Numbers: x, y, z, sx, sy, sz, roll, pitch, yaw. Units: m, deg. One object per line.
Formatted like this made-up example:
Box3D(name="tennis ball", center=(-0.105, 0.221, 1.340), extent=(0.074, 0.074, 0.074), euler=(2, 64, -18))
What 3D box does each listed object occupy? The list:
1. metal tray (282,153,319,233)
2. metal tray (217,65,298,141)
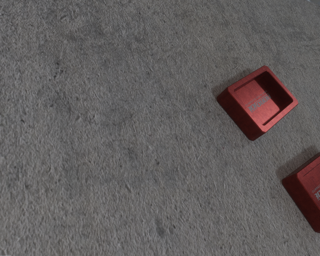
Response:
Box3D(name="metal tray", center=(0.260, 0.091, 0.484), extent=(0.131, 0.030, 0.090), euler=(-21, 73, -36))
Box3D(name="metal tray", center=(0.166, -0.046, 0.517), extent=(0.131, 0.030, 0.090), euler=(-31, 79, -38))
